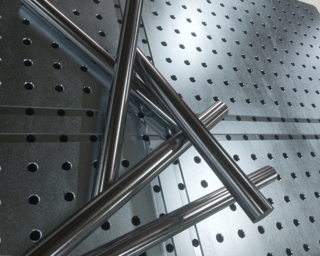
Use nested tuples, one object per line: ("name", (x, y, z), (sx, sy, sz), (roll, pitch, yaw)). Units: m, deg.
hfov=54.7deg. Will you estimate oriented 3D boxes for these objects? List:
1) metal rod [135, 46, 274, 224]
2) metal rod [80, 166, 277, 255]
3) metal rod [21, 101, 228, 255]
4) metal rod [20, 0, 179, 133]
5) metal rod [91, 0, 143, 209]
("metal rod", (0.025, -0.018, 0.377), (0.025, 0.025, 0.300), (-12, 50, -33))
("metal rod", (0.042, 0.101, 0.370), (0.303, 0.025, 0.025), (-16, 70, -35))
("metal rod", (-0.009, 0.043, 0.345), (0.025, 0.025, 0.302), (49, 51, 6))
("metal rod", (-0.066, -0.083, 0.424), (0.300, 0.025, 0.025), (40, 51, -1))
("metal rod", (-0.049, -0.049, 0.386), (0.025, 0.025, 0.299), (15, 64, -20))
